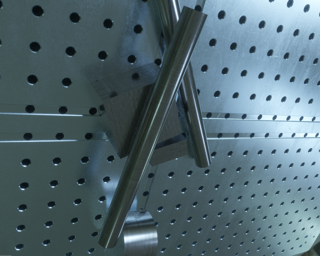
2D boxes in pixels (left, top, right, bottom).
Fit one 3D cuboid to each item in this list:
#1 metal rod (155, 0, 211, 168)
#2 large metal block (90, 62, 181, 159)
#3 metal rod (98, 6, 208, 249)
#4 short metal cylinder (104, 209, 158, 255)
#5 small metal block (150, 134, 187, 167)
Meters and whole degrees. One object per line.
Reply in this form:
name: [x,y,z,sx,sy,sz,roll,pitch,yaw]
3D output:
metal rod: [0.032,-0.060,0.392,0.025,0.025,0.299,-27,128,-12]
large metal block: [-0.027,-0.022,0.368,0.081,0.050,0.080,-22,127,-16]
metal rod: [-0.017,0.017,0.348,0.025,0.025,0.298,8,115,-32]
short metal cylinder: [-0.045,0.162,0.453,0.050,0.080,0.079,4,117,-31]
small metal block: [0.001,0.019,0.410,0.050,0.050,0.025,-17,125,-19]
